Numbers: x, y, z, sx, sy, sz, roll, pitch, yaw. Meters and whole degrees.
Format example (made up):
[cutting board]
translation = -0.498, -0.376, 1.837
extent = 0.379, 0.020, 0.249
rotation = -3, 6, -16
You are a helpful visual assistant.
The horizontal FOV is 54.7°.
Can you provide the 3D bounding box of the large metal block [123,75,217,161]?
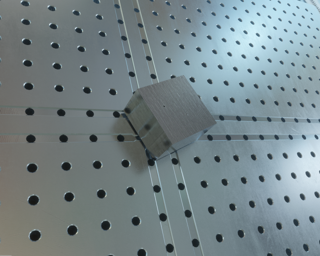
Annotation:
[large metal block]
translation = 0.013, -0.015, 0.406
extent = 0.081, 0.050, 0.080
rotation = -23, 74, -37
